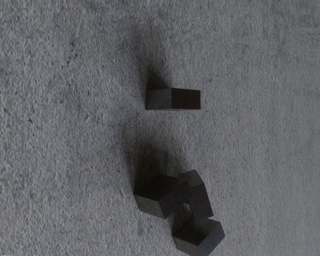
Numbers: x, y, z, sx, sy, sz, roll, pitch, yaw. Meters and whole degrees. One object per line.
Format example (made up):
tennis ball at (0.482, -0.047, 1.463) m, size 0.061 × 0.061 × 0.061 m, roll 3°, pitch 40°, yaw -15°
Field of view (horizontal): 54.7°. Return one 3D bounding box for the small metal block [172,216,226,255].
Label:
small metal block at (0.054, 0.151, 0.434) m, size 0.050 × 0.050 × 0.025 m, roll -33°, pitch 111°, yaw -35°

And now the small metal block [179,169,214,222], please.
small metal block at (0.049, 0.091, 0.426) m, size 0.025 × 0.050 × 0.050 m, roll -18°, pitch 104°, yaw -2°

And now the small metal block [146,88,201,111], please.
small metal block at (0.017, -0.036, 0.402) m, size 0.050 × 0.050 × 0.025 m, roll -1°, pitch 91°, yaw -40°

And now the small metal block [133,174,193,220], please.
small metal block at (0.003, 0.085, 0.391) m, size 0.050 × 0.050 × 0.025 m, roll -31°, pitch 109°, yaw -36°
